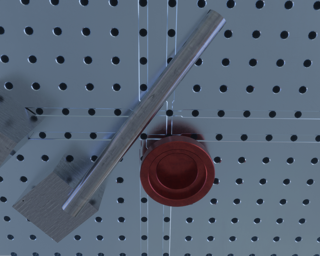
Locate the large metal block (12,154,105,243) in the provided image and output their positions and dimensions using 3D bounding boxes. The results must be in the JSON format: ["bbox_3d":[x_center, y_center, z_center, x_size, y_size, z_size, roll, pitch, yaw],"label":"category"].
[{"bbox_3d":[-0.139,0.099,0.435,0.080,0.050,0.080,-40,106,13],"label":"large metal block"}]

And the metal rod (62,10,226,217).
[{"bbox_3d":[-0.023,-0.014,0.380,0.025,0.025,0.299,37,95,-13],"label":"metal rod"}]

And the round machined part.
[{"bbox_3d":[0.023,0.055,0.425,0.099,0.042,0.097,0,110,0],"label":"round machined part"}]

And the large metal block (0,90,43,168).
[{"bbox_3d":[-0.207,-0.003,0.381,0.080,0.080,0.050,38,106,-13],"label":"large metal block"}]
